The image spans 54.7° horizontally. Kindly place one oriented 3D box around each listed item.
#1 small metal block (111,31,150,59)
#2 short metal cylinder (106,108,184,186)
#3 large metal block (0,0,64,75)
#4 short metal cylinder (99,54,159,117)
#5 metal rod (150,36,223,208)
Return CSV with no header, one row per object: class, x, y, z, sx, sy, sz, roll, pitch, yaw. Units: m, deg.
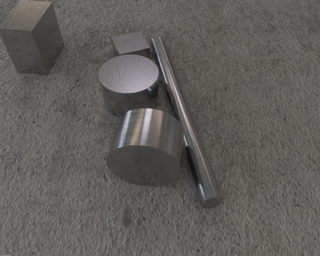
small metal block,-0.048,-0.131,0.513,0.050,0.025,0.050,-16,52,-13
short metal cylinder,-0.015,0.023,0.348,0.080,0.080,0.050,5,50,4
large metal block,-0.197,-0.141,0.485,0.050,0.080,0.080,6,50,5
short metal cylinder,-0.042,-0.059,0.436,0.081,0.050,0.080,0,50,0
metal rod,0.026,-0.031,0.429,0.025,0.025,0.300,-9,51,-8
